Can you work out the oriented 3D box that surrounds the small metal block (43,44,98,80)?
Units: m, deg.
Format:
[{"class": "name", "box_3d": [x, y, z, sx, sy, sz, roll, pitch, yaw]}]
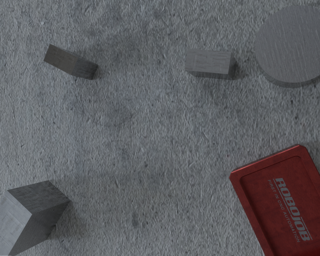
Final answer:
[{"class": "small metal block", "box_3d": [-0.125, -0.093, 0.440, 0.050, 0.050, 0.025, 28, 99, 18]}]

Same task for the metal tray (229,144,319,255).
[{"class": "metal tray", "box_3d": [0.148, 0.094, 0.353, 0.090, 0.030, 0.129, -26, 82, 18]}]

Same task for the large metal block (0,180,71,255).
[{"class": "large metal block", "box_3d": [-0.190, 0.129, 0.447, 0.050, 0.080, 0.080, 36, 102, 16]}]

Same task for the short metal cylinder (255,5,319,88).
[{"class": "short metal cylinder", "box_3d": [0.149, -0.087, 0.343, 0.080, 0.050, 0.079, 0, 90, 20]}]

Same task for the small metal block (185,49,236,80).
[{"class": "small metal block", "box_3d": [0.062, -0.076, 0.374, 0.050, 0.050, 0.025, 9, 93, 19]}]
